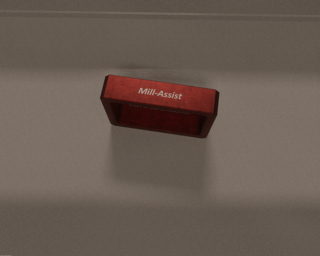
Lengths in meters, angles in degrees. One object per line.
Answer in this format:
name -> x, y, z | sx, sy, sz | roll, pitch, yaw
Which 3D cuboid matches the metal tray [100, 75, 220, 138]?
metal tray -> 0.000, -0.023, 0.383 | 0.131, 0.090, 0.030 | 8, 71, 2
